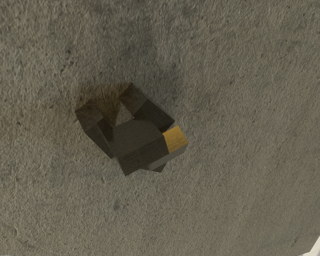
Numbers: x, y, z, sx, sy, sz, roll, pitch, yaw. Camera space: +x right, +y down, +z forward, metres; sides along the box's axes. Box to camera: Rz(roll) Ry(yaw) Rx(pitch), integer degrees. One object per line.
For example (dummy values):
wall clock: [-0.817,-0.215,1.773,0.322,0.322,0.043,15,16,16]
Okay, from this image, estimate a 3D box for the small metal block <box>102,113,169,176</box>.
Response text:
small metal block: [-0.026,0.016,0.324,0.050,0.050,0.025,-26,128,-13]

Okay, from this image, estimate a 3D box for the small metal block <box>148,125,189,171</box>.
small metal block: [0.004,0.026,0.380,0.050,0.025,0.050,-28,166,-11]

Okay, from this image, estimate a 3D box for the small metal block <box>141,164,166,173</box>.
small metal block: [-0.012,0.030,0.422,0.050,0.025,0.050,17,109,-35]

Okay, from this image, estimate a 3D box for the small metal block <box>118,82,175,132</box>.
small metal block: [-0.016,-0.023,0.371,0.025,0.050,0.050,-49,129,6]

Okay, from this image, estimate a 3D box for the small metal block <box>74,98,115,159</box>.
small metal block: [-0.068,0.001,0.357,0.025,0.050,0.050,-39,130,-3]
